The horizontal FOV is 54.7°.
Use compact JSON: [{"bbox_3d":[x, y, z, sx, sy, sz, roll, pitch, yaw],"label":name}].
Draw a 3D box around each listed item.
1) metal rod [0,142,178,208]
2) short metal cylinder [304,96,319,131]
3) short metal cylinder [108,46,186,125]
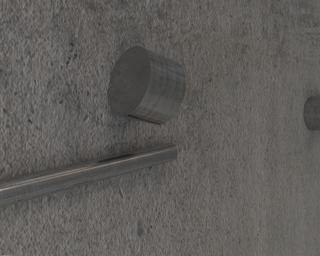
[{"bbox_3d":[-0.100,0.052,0.321,0.302,0.025,0.025,-10,97,-40],"label":"metal rod"},{"bbox_3d":[0.367,-0.033,0.696,0.081,0.050,0.079,0,90,-40],"label":"short metal cylinder"},{"bbox_3d":[-0.017,-0.047,0.355,0.050,0.080,0.080,13,82,-39],"label":"short metal cylinder"}]
